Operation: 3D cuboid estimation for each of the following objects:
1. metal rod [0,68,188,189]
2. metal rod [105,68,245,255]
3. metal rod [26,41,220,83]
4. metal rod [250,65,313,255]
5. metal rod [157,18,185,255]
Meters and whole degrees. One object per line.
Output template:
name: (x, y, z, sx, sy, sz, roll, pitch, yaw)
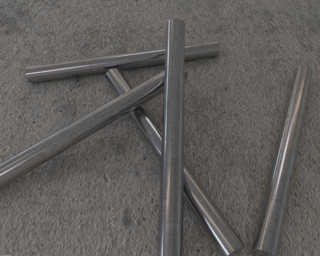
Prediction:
metal rod: (-0.092, -0.001, 0.380, 0.302, 0.025, 0.025, -32, 57, -16)
metal rod: (0.001, 0.021, 0.385, 0.025, 0.025, 0.300, -23, 54, -18)
metal rod: (-0.052, -0.106, 0.491, 0.302, 0.025, 0.025, -10, 51, -9)
metal rod: (0.161, 0.019, 0.388, 0.025, 0.025, 0.301, 19, 52, 15)
metal rod: (0.015, -0.006, 0.359, 0.025, 0.025, 0.299, 2, 65, 1)
